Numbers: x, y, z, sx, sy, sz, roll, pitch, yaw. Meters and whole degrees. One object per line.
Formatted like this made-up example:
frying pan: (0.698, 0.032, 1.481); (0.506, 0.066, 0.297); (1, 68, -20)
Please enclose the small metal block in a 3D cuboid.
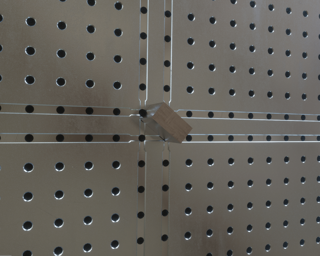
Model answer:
small metal block: (0.007, -0.006, 0.403); (0.050, 0.050, 0.025); (42, 77, -16)
